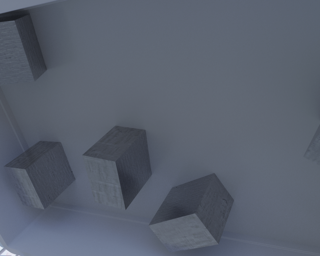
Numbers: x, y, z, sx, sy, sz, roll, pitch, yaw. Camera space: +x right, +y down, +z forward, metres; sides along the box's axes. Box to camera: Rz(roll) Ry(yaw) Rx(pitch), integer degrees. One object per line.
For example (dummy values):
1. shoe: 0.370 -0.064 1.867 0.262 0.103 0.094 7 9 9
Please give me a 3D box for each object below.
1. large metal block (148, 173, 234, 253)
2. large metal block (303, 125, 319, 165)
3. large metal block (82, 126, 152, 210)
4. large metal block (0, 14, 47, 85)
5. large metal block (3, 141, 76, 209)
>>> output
1. large metal block: 0.044 0.115 0.421 0.080 0.080 0.050 -28 103 37
2. large metal block: 0.178 -0.009 0.269 0.050 0.081 0.079 32 129 21
3. large metal block: -0.056 0.053 0.436 0.050 0.080 0.079 8 122 24
4. large metal block: -0.213 -0.105 0.422 0.080 0.050 0.079 -6 119 4
5. large metal block: -0.201 0.077 0.527 0.050 0.080 0.080 2 119 27
